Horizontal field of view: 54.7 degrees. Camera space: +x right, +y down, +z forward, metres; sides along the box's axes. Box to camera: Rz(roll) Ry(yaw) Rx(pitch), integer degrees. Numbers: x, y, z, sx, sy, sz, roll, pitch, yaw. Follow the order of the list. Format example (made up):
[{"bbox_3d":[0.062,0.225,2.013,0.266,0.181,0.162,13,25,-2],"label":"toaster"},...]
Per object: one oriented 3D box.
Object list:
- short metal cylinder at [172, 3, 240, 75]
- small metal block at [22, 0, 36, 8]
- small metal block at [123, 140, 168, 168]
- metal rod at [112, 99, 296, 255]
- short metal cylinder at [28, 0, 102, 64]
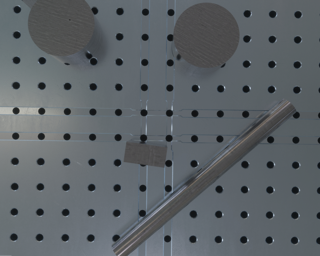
[{"bbox_3d":[0.057,-0.113,0.401,0.081,0.050,0.079,0,90,0],"label":"short metal cylinder"},{"bbox_3d":[-0.162,-0.188,0.399,0.025,0.050,0.050,10,90,0],"label":"small metal block"},{"bbox_3d":[-0.018,0.032,0.401,0.050,0.050,0.025,8,90,0],"label":"small metal block"},{"bbox_3d":[0.058,0.068,0.413,0.300,0.025,0.025,-40,90,0],"label":"metal rod"},{"bbox_3d":[-0.120,-0.127,0.400,0.081,0.050,0.079,0,90,0],"label":"short metal cylinder"}]
